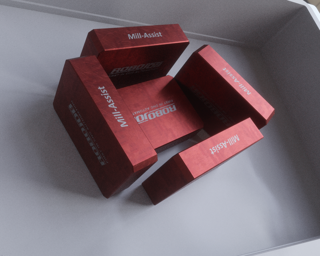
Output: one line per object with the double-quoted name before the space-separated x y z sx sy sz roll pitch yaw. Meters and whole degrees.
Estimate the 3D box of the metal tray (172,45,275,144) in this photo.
"metal tray" 0.080 -0.039 0.431 0.130 0.090 0.030 45 52 3

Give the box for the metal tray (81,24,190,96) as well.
"metal tray" -0.036 -0.087 0.396 0.131 0.090 0.030 -17 71 -35

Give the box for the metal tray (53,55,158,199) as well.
"metal tray" -0.064 0.001 0.327 0.030 0.090 0.130 -23 75 -37

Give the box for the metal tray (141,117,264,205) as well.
"metal tray" 0.051 0.038 0.367 0.131 0.090 0.030 -23 74 -36

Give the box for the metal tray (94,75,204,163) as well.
"metal tray" -0.016 -0.013 0.400 0.131 0.030 0.090 -22 74 -36
